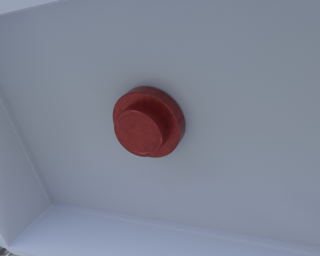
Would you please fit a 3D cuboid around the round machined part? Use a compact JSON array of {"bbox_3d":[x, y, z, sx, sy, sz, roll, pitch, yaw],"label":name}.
[{"bbox_3d":[-0.020,-0.001,0.404,0.098,0.042,0.097,13,124,21],"label":"round machined part"}]
